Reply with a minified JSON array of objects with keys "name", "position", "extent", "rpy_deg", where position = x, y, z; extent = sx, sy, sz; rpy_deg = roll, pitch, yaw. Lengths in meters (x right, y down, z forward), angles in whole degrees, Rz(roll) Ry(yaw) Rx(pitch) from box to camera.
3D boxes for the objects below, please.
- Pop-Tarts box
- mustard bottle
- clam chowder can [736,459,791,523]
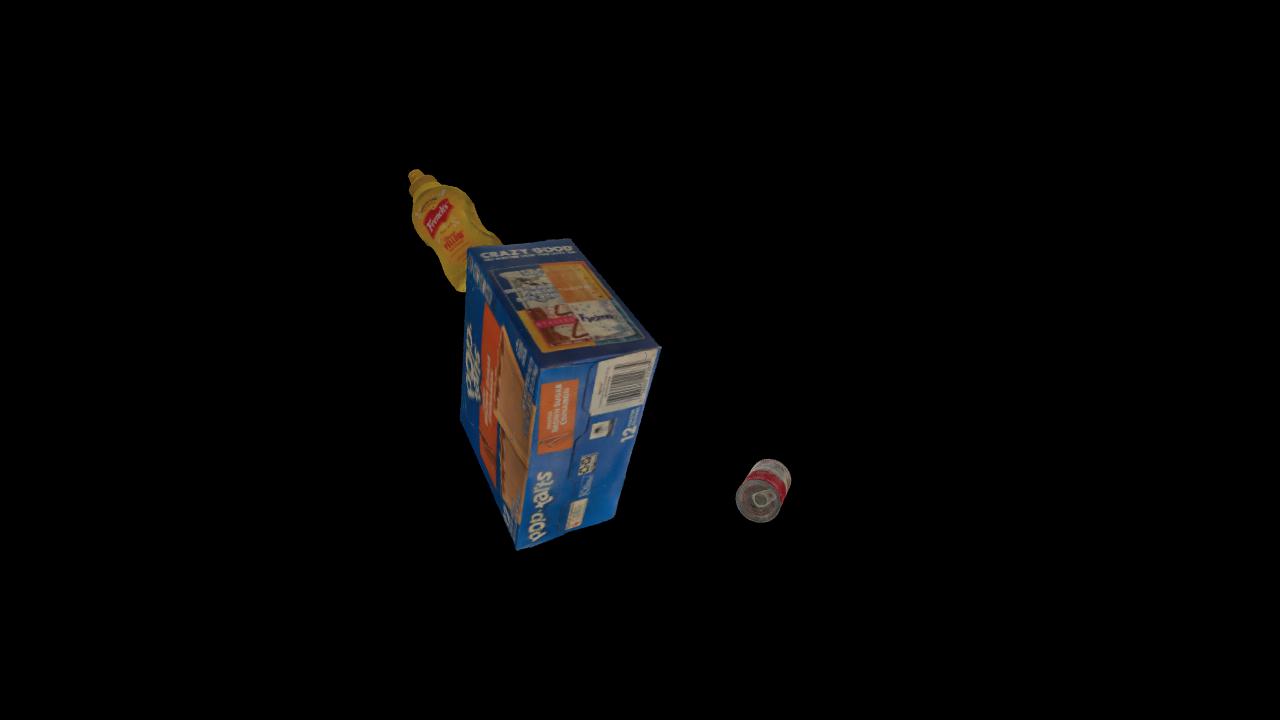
[{"name":"Pop-Tarts box","position":[-0.069,0.022,0.443],"extent":[0.083,0.167,0.141],"rpy_deg":[-9,42,-30]},{"name":"mustard bottle","position":[-0.267,-0.191,0.859],"extent":[0.092,0.184,0.054],"rpy_deg":[-38,-7,18]},{"name":"clam chowder can","position":[0.193,0.199,0.951],"extent":[0.068,0.068,0.102],"rpy_deg":[0,11,23]}]
